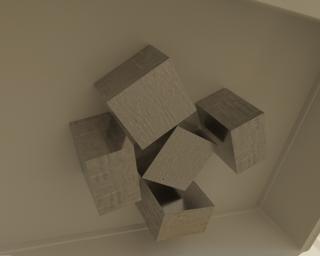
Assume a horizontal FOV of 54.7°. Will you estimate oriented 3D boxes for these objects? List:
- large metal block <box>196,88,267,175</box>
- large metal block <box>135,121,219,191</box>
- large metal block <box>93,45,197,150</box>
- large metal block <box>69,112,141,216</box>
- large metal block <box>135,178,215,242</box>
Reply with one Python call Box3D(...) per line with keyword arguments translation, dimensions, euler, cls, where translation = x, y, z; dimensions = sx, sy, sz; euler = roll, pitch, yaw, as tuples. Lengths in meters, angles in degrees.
Box3D(translation=(0.099, 0.003, 0.429), dimensions=(0.050, 0.080, 0.080), euler=(-28, 128, -11), cls="large metal block")
Box3D(translation=(0.018, 0.031, 0.421), dimensions=(0.080, 0.050, 0.080), euler=(25, 105, -37), cls="large metal block")
Box3D(translation=(-0.016, -0.035, 0.361), dimensions=(0.080, 0.050, 0.080), euler=(-36, 130, -4), cls="large metal block")
Box3D(translation=(-0.064, 0.039, 0.362), dimensions=(0.050, 0.080, 0.079), euler=(-18, 126, -19), cls="large metal block")
Box3D(translation=(0.019, 0.111, 0.453), dimensions=(0.081, 0.080, 0.050), euler=(1, 118, -29), cls="large metal block")
